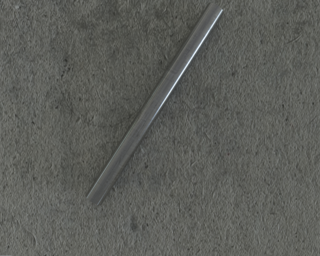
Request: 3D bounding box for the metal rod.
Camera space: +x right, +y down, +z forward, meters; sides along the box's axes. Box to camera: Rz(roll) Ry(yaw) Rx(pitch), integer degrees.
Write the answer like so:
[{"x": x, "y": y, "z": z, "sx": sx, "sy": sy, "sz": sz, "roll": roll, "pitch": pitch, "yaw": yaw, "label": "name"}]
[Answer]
[{"x": -0.007, "y": -0.031, "z": 0.409, "sx": 0.025, "sy": 0.025, "sz": 0.299, "roll": 33, "pitch": 90, "yaw": 0, "label": "metal rod"}]
